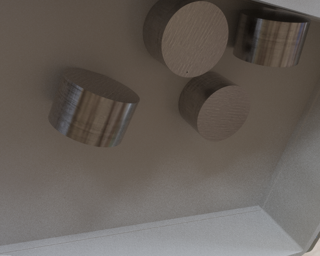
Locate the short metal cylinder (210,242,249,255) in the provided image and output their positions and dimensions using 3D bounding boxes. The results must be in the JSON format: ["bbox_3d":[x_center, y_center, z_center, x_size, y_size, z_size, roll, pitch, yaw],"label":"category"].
[{"bbox_3d":[0.142,0.281,0.627,0.081,0.080,0.050,-23,127,-14],"label":"short metal cylinder"}]

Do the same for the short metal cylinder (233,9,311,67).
[{"bbox_3d":[0.134,-0.111,0.377,0.081,0.080,0.050,-10,123,-24],"label":"short metal cylinder"}]

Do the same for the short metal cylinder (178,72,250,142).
[{"bbox_3d":[0.072,-0.029,0.414,0.081,0.050,0.079,-14,124,-21],"label":"short metal cylinder"}]

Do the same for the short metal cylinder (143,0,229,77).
[{"bbox_3d":[0.028,-0.103,0.344,0.081,0.050,0.079,-14,124,-21],"label":"short metal cylinder"}]

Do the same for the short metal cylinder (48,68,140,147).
[{"bbox_3d":[-0.068,-0.022,0.322,0.081,0.080,0.050,13,112,-34],"label":"short metal cylinder"}]
